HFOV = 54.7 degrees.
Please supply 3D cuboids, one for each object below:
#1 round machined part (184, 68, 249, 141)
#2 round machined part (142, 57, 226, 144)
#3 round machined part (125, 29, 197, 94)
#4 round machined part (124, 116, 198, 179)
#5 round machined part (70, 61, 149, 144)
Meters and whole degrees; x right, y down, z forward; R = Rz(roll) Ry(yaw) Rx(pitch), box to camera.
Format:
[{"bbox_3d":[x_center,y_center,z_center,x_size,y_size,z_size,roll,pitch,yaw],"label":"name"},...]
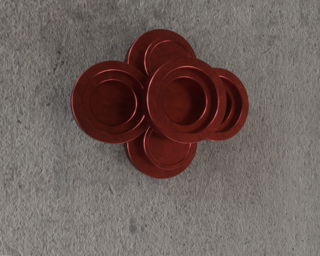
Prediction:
[{"bbox_3d":[0.069,-0.031,0.428,0.099,0.042,0.097,0,90,-21],"label":"round machined part"},{"bbox_3d":[0.025,-0.031,0.366,0.099,0.042,0.097,0,91,-21],"label":"round machined part"},{"bbox_3d":[0.006,-0.081,0.404,0.099,0.042,0.097,0,90,-21],"label":"round machined part"},{"bbox_3d":[0.006,0.018,0.404,0.099,0.042,0.097,0,90,-21],"label":"round machined part"},{"bbox_3d":[-0.059,-0.030,0.380,0.099,0.042,0.097,0,90,-21],"label":"round machined part"}]
